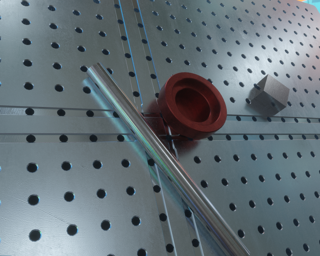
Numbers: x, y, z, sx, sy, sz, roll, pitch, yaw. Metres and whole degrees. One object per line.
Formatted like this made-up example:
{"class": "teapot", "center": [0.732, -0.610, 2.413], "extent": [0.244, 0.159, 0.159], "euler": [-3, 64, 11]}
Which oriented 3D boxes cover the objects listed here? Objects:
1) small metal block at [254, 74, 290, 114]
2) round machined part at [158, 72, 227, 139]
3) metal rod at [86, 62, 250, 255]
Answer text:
{"class": "small metal block", "center": [0.202, -0.062, 0.558], "extent": [0.050, 0.025, 0.050], "euler": [34, 51, -6]}
{"class": "round machined part", "center": [0.042, -0.027, 0.438], "extent": [0.099, 0.042, 0.098], "euler": [14, 56, -21]}
{"class": "metal rod", "center": [0.005, 0.038, 0.388], "extent": [0.025, 0.025, 0.300], "euler": [-32, 80, -38]}
